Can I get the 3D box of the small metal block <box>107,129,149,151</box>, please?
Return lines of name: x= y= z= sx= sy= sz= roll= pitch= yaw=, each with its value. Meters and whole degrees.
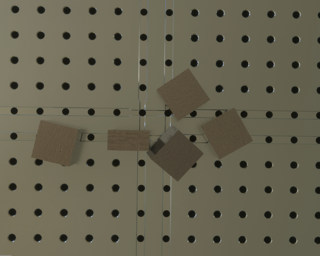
small metal block: x=-0.038 y=0.015 z=0.400 sx=0.050 sy=0.050 sz=0.025 roll=1 pitch=90 yaw=0

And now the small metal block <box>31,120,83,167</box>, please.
small metal block: x=-0.136 y=0.020 z=0.412 sx=0.050 sy=0.025 sz=0.050 roll=14 pitch=90 yaw=-1

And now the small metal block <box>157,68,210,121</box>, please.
small metal block: x=0.030 y=-0.043 z=0.414 sx=0.050 sy=0.025 sz=0.050 roll=-34 pitch=90 yaw=0

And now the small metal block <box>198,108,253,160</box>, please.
small metal block: x=0.087 y=0.007 z=0.415 sx=0.050 sy=0.025 sz=0.050 roll=-29 pitch=90 yaw=-1

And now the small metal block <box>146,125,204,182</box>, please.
small metal block: x=0.020 y=0.033 z=0.405 sx=0.050 sy=0.025 sz=0.050 roll=43 pitch=89 yaw=-22
